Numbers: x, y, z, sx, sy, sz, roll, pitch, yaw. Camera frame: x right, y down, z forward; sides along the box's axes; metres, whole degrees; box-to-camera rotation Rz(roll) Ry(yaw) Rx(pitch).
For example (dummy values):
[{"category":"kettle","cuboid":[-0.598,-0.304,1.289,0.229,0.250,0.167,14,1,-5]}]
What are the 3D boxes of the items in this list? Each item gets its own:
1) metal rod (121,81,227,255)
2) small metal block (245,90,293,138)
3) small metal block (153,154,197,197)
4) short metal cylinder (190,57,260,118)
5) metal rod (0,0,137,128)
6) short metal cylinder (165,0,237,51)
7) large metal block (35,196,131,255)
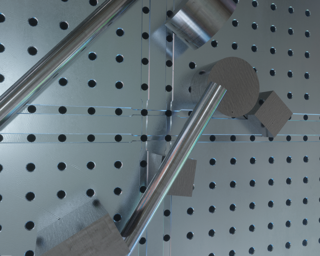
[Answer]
[{"category":"metal rod","cuboid":[-0.004,0.078,0.383,0.025,0.025,0.299,30,90,-18]},{"category":"small metal block","cuboid":[0.166,-0.021,0.474,0.050,0.025,0.050,45,76,-15]},{"category":"small metal block","cuboid":[0.019,0.064,0.419,0.050,0.025,0.050,9,87,-20]},{"category":"short metal cylinder","cuboid":[0.090,-0.054,0.432,0.081,0.050,0.080,0,90,-20]},{"category":"metal rod","cuboid":[-0.093,-0.113,0.377,0.025,0.025,0.300,45,76,-15]},{"category":"short metal cylinder","cuboid":[0.051,-0.148,0.402,0.050,0.080,0.080,40,77,-16]},{"category":"large metal block","cuboid":[-0.089,0.129,0.351,0.080,0.080,0.050,-30,100,-18]}]
